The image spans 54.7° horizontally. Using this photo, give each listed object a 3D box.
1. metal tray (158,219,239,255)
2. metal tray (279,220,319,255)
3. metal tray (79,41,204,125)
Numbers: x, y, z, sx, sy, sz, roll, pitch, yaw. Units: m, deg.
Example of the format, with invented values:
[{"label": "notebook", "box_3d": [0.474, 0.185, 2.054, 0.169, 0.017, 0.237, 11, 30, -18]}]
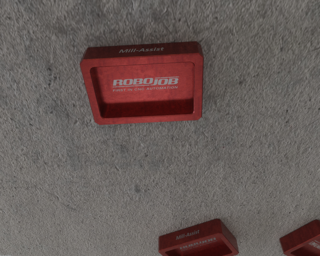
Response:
[{"label": "metal tray", "box_3d": [0.074, 0.227, 0.597, 0.130, 0.030, 0.090, -24, 127, 19]}, {"label": "metal tray", "box_3d": [0.312, 0.232, 0.604, 0.131, 0.030, 0.090, 29, 124, -23]}, {"label": "metal tray", "box_3d": [-0.017, -0.050, 0.361, 0.131, 0.030, 0.089, -3, 130, 2]}]
